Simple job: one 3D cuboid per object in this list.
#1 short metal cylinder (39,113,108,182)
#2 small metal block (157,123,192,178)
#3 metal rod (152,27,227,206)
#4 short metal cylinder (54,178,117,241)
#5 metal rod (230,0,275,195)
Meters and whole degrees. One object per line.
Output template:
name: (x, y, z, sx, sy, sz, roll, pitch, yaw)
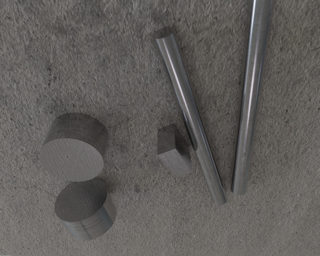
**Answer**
short metal cylinder: (-0.112, 0.026, 0.412, 0.081, 0.050, 0.079, 0, 130, 0)
small metal block: (0.020, 0.030, 0.417, 0.025, 0.050, 0.050, -22, 127, 17)
metal rod: (0.051, 0.009, 0.414, 0.025, 0.025, 0.299, -14, 129, 12)
short metal cylinder: (-0.112, 0.123, 0.474, 0.080, 0.080, 0.050, -8, 130, 7)
metal rod: (0.111, -0.017, 0.394, 0.025, 0.025, 0.298, -4, 130, 3)
